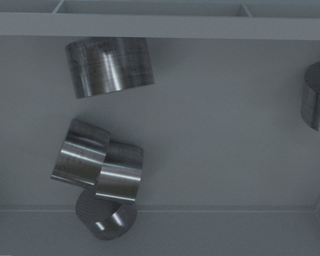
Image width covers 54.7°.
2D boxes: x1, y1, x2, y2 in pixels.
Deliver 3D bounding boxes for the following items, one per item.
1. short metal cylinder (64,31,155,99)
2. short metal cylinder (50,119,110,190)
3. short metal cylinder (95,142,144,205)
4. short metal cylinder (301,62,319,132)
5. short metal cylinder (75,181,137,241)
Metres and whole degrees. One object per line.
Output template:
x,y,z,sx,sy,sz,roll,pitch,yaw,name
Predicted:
-0.049,-0.061,0.311,0.080,0.080,0.050,-10,97,8,short metal cylinder
-0.103,0.034,0.401,0.050,0.080,0.079,20,127,-17,short metal cylinder
-0.057,0.062,0.425,0.050,0.080,0.079,12,129,-10,short metal cylinder
0.203,-0.035,0.346,0.080,0.080,0.050,-9,130,7,short metal cylinder
-0.082,0.124,0.478,0.080,0.080,0.050,-14,129,11,short metal cylinder
